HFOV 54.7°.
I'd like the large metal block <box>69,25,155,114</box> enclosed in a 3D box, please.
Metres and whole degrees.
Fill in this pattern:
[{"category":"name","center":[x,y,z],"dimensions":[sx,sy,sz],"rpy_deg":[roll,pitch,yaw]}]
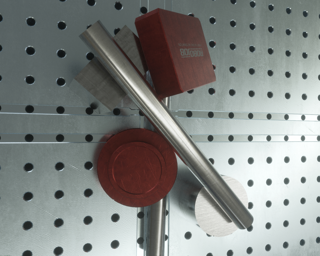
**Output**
[{"category":"large metal block","center":[-0.058,-0.064,0.363],"dimensions":[0.050,0.080,0.080],"rpy_deg":[43,76,-15]}]

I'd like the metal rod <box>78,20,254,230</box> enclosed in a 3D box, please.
[{"category":"metal rod","center":[0.021,0.013,0.346],"dimensions":[0.025,0.025,0.300],"rpy_deg":[-45,112,-14]}]

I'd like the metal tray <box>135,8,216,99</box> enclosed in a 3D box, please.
[{"category":"metal tray","center":[0.026,-0.090,0.378],"dimensions":[0.131,0.030,0.089],"rpy_deg":[-27,102,-61]}]

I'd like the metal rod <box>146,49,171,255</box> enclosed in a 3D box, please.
[{"category":"metal rod","center":[-0.001,0.020,0.413],"dimensions":[0.025,0.025,0.298],"rpy_deg":[3,89,-20]}]

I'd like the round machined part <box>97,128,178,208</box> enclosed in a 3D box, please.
[{"category":"round machined part","center":[-0.027,0.049,0.378],"dimensions":[0.099,0.042,0.097],"rpy_deg":[0,90,-3]}]

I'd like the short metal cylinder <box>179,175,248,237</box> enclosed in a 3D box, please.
[{"category":"short metal cylinder","center":[0.073,0.102,0.428],"dimensions":[0.081,0.050,0.079],"rpy_deg":[0,90,-21]}]
